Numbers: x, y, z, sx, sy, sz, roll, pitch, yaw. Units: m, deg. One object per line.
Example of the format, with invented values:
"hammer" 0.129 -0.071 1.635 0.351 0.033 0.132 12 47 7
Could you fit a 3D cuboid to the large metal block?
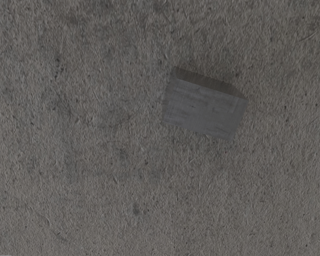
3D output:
"large metal block" 0.048 -0.032 0.369 0.080 0.080 0.050 16 109 -6
